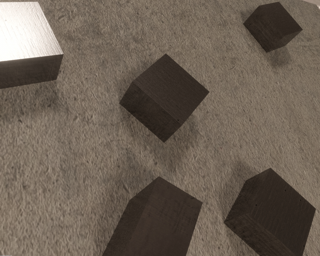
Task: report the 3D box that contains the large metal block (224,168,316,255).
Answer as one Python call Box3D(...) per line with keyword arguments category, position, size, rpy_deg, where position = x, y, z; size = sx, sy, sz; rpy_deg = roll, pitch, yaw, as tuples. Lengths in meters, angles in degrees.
Box3D(category="large metal block", position=(0.142, 0.113, 0.398), size=(0.080, 0.050, 0.080), rpy_deg=(43, 51, 1))

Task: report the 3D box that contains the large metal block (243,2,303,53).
Box3D(category="large metal block", position=(0.236, -0.212, 0.648), size=(0.081, 0.050, 0.080), rpy_deg=(-26, 76, -37))

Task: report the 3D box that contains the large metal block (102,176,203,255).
Box3D(category="large metal block", position=(-0.011, 0.105, 0.300), size=(0.050, 0.080, 0.080), rpy_deg=(33, 51, -8))

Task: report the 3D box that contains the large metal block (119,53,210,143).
Box3D(category="large metal block", position=(0.007, -0.041, 0.418), size=(0.080, 0.050, 0.080), rpy_deg=(42, 51, 0))

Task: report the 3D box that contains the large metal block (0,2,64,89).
Box3D(category="large metal block", position=(-0.169, -0.095, 0.355), size=(0.081, 0.050, 0.080), rpy_deg=(-18, 71, -35))
